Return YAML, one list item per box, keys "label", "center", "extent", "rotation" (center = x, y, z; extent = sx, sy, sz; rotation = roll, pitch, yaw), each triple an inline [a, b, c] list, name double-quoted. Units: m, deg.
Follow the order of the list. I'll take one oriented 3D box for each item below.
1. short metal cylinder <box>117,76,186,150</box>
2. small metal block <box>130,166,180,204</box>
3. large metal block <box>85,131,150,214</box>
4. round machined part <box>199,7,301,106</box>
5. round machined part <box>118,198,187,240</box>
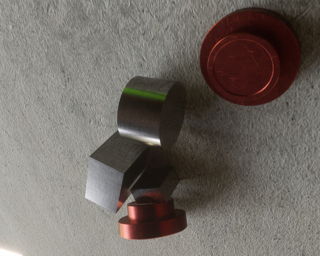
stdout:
- label: "short metal cylinder"
  center: [-0.007, -0.018, 0.363]
  extent: [0.050, 0.080, 0.079]
  rotation: [12, 123, 21]
- label: "small metal block"
  center: [-0.006, 0.082, 0.443]
  extent: [0.050, 0.050, 0.025]
  rotation: [-11, 112, 32]
- label: "large metal block"
  center: [-0.058, 0.057, 0.436]
  extent: [0.050, 0.080, 0.079]
  rotation: [24, 127, 13]
- label: "round machined part"
  center: [0.086, -0.066, 0.309]
  extent: [0.098, 0.042, 0.097]
  rotation: [13, 124, 20]
- label: "round machined part"
  center: [-0.012, 0.127, 0.452]
  extent: [0.098, 0.099, 0.042]
  rotation: [-11, 84, 32]
